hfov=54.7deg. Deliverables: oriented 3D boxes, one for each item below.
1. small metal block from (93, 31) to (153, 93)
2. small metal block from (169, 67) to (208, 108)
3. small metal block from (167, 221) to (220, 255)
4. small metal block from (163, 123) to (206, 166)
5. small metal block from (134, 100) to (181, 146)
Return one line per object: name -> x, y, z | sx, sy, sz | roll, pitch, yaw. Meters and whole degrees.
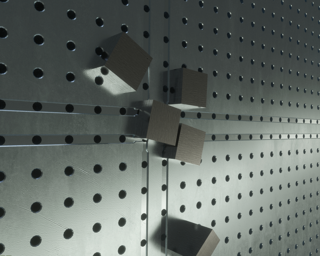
small metal block -> -0.043, -0.078, 0.374 | 0.050, 0.025, 0.050 | 37, 67, -34
small metal block -> 0.041, -0.056, 0.446 | 0.050, 0.025, 0.050 | 5, 87, -40
small metal block -> 0.047, 0.164, 0.436 | 0.050, 0.050, 0.025 | -48, 119, -30
small metal block -> 0.035, 0.024, 0.441 | 0.050, 0.025, 0.050 | 19, 78, -39
small metal block -> -0.002, -0.006, 0.409 | 0.050, 0.025, 0.050 | 17, 80, -39
